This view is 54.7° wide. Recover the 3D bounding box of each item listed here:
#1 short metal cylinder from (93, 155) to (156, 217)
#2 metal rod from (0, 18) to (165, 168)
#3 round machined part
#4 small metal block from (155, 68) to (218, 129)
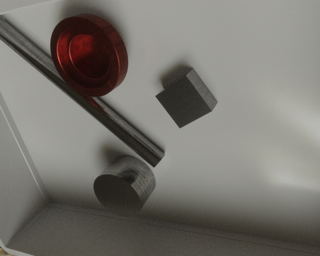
[{"bbox_3d":[-0.053,0.089,0.474,0.080,0.050,0.079,13,124,20],"label":"short metal cylinder"},{"bbox_3d":[-0.116,-0.050,0.436,0.300,0.025,0.025,40,129,0],"label":"metal rod"},{"bbox_3d":[-0.082,-0.091,0.383,0.098,0.042,0.097,13,124,20],"label":"round machined part"},{"bbox_3d":[0.032,-0.035,0.370,0.050,0.025,0.050,-30,102,37],"label":"small metal block"}]
